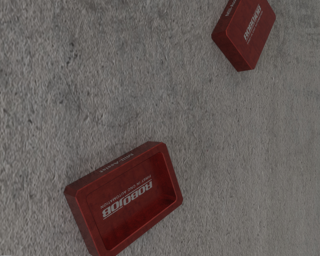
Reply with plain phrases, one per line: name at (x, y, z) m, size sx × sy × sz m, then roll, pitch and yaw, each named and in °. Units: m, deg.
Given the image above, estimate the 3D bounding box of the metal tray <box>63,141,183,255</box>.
metal tray at (-0.036, 0.081, 0.370) m, size 0.131 × 0.030 × 0.089 m, roll -28°, pitch 108°, yaw -36°

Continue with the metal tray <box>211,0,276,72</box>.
metal tray at (0.145, -0.172, 0.522) m, size 0.090 × 0.030 × 0.130 m, roll 41°, pitch 65°, yaw -32°
